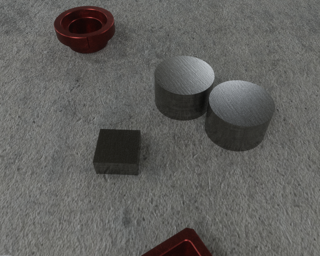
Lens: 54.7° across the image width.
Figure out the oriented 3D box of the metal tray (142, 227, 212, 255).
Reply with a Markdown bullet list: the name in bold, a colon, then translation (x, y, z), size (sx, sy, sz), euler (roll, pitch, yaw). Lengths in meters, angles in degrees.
- **metal tray**: translation (0.026, 0.164, 0.262), size (0.091, 0.030, 0.130), euler (-25, 55, -20)

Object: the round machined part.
- **round machined part**: translation (-0.126, -0.164, 0.529), size (0.099, 0.042, 0.098), euler (0, 50, 0)

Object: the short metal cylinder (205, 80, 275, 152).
- **short metal cylinder**: translation (0.101, -0.016, 0.402), size (0.081, 0.050, 0.080), euler (0, 50, 0)

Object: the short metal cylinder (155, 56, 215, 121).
- **short metal cylinder**: translation (0.033, -0.057, 0.435), size (0.081, 0.050, 0.080), euler (0, 50, 0)

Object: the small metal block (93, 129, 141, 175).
- **small metal block**: translation (-0.051, 0.029, 0.379), size (0.050, 0.025, 0.050), euler (2, 50, 1)
